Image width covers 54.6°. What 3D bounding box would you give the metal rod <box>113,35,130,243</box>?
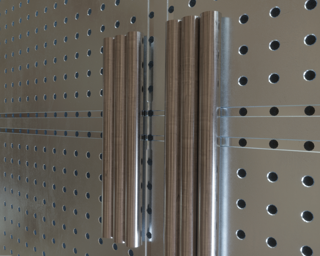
[{"bbox_3d":[-0.055,0.016,0.456,0.025,0.025,0.298,1,91,40],"label":"metal rod"}]

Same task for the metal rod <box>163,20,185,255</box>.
[{"bbox_3d":[0.018,0.016,0.395,0.025,0.025,0.298,1,91,40],"label":"metal rod"}]

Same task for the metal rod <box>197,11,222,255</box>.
[{"bbox_3d":[0.058,0.017,0.362,0.025,0.025,0.298,1,91,40],"label":"metal rod"}]

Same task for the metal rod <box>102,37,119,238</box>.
[{"bbox_3d":[-0.075,0.015,0.472,0.025,0.025,0.298,1,91,40],"label":"metal rod"}]

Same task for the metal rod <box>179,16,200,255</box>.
[{"bbox_3d":[0.037,0.017,0.379,0.025,0.025,0.298,1,91,40],"label":"metal rod"}]

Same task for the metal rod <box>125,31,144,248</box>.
[{"bbox_3d":[-0.036,0.016,0.440,0.025,0.025,0.298,1,91,40],"label":"metal rod"}]
